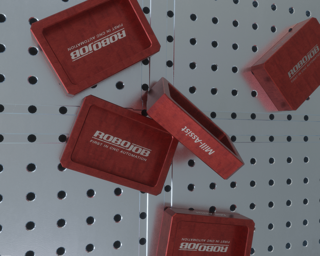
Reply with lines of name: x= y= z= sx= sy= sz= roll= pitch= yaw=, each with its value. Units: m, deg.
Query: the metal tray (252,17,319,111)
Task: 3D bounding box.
metal tray: x=0.217 y=-0.100 z=0.489 sx=0.130 sy=0.030 sz=0.090 roll=-42 pitch=104 yaw=-15

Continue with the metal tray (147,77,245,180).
metal tray: x=0.042 y=-0.002 z=0.391 sx=0.130 sy=0.090 sz=0.030 roll=40 pitch=106 yaw=-16

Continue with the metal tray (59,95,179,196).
metal tray: x=-0.048 y=0.023 z=0.392 sx=0.131 sy=0.030 sz=0.090 roll=21 pitch=83 yaw=-19

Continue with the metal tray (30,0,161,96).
metal tray: x=-0.076 y=-0.107 z=0.381 sx=0.131 sy=0.030 sz=0.090 roll=-31 pitch=100 yaw=-17

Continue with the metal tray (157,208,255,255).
metal tray: x=0.064 y=0.165 z=0.433 sx=0.131 sy=0.030 sz=0.090 roll=11 pitch=86 yaw=-20
